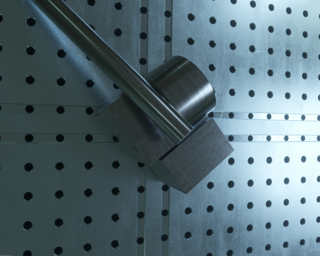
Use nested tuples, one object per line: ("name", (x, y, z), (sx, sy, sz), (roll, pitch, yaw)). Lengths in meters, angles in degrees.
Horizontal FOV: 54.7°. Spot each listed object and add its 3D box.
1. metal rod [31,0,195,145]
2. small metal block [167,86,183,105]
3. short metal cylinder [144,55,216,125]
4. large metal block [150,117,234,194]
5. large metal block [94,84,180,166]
("metal rod", (-0.080, -0.096, 0.328), (0.300, 0.025, 0.025), (45, 75, 7))
("small metal block", (0.015, -0.049, 0.420), (0.050, 0.025, 0.050), (-43, 104, -15))
("short metal cylinder", (0.019, -0.037, 0.364), (0.050, 0.080, 0.080), (-39, 103, -16))
("large metal block", (0.032, 0.031, 0.394), (0.080, 0.080, 0.050), (-39, 103, -16))
("large metal block", (-0.029, -0.005, 0.374), (0.050, 0.080, 0.080), (-40, 103, -16))
